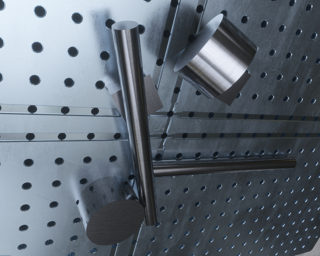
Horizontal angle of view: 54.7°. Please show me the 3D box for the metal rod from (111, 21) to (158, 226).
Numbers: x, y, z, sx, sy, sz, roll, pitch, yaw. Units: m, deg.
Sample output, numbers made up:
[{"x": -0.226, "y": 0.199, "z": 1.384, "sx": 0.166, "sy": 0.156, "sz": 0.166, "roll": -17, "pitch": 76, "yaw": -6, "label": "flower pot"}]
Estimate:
[{"x": -0.024, "y": 0.021, "z": 0.381, "sx": 0.025, "sy": 0.025, "sz": 0.298, "roll": -19, "pitch": 130, "yaw": -18, "label": "metal rod"}]

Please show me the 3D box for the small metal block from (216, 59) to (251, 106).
[{"x": 0.087, "y": -0.064, "z": 0.419, "sx": 0.050, "sy": 0.025, "sz": 0.050, "roll": 23, "pitch": 106, "yaw": -37, "label": "small metal block"}]

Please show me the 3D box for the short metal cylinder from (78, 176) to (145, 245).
[{"x": -0.068, "y": 0.114, "z": 0.429, "sx": 0.081, "sy": 0.050, "sz": 0.079, "roll": -14, "pitch": 124, "yaw": -21, "label": "short metal cylinder"}]

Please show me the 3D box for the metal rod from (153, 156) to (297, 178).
[{"x": 0.116, "y": 0.062, "z": 0.512, "sx": 0.303, "sy": 0.025, "sz": 0.025, "roll": 1, "pitch": 118, "yaw": -29, "label": "metal rod"}]

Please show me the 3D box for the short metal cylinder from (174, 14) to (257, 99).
[{"x": 0.061, "y": -0.080, "z": 0.351, "sx": 0.050, "sy": 0.080, "sz": 0.080, "roll": 37, "pitch": 98, "yaw": -15, "label": "short metal cylinder"}]

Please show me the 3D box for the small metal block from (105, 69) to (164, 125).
[{"x": -0.030, "y": -0.037, "z": 0.372, "sx": 0.050, "sy": 0.025, "sz": 0.050, "roll": -30, "pitch": 129, "yaw": -9, "label": "small metal block"}]
